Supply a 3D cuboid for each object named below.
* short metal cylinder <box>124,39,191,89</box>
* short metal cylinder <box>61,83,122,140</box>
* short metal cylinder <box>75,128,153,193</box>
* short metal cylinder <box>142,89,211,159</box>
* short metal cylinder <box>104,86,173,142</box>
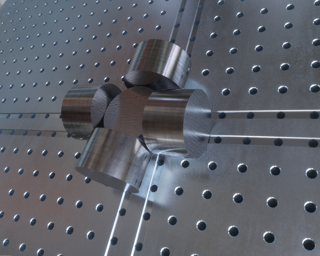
[{"bbox_3d":[-0.002,-0.073,0.419,0.080,0.080,0.050,3,63,29],"label":"short metal cylinder"},{"bbox_3d":[-0.089,-0.021,0.433,0.050,0.080,0.080,2,63,28],"label":"short metal cylinder"},{"bbox_3d":[-0.054,0.041,0.375,0.080,0.080,0.050,6,65,31],"label":"short metal cylinder"},{"bbox_3d":[0.022,-0.006,0.365,0.050,0.080,0.080,4,64,30],"label":"short metal cylinder"},{"bbox_3d":[-0.027,-0.009,0.412,0.080,0.050,0.080,-12,57,20],"label":"short metal cylinder"}]
